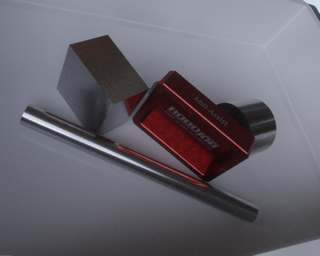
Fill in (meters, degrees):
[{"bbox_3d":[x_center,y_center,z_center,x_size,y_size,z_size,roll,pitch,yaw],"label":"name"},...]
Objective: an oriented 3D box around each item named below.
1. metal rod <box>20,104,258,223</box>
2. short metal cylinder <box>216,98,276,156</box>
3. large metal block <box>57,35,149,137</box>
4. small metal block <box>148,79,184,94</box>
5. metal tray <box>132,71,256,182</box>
[{"bbox_3d":[-0.013,0.048,0.369,0.301,0.025,0.025,26,53,-13],"label":"metal rod"},{"bbox_3d":[0.111,0.001,0.430,0.050,0.080,0.080,-13,69,-33],"label":"short metal cylinder"},{"bbox_3d":[-0.070,-0.046,0.360,0.050,0.080,0.080,-30,79,-38],"label":"large metal block"},{"bbox_3d":[0.019,-0.044,0.441,0.050,0.025,0.050,-22,74,-36],"label":"small metal block"},{"bbox_3d":[0.038,0.002,0.382,0.130,0.090,0.030,40,50,-2],"label":"metal tray"}]
